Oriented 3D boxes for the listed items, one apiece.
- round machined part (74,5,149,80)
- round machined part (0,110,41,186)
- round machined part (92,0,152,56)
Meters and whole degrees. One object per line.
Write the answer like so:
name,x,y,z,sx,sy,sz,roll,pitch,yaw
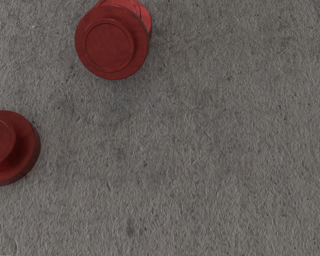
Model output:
round machined part,-0.065,-0.111,0.410,0.099,0.042,0.097,1,113,3
round machined part,-0.207,0.022,0.390,0.099,0.042,0.098,0,70,0
round machined part,-0.061,-0.155,0.455,0.099,0.042,0.098,0,70,0
